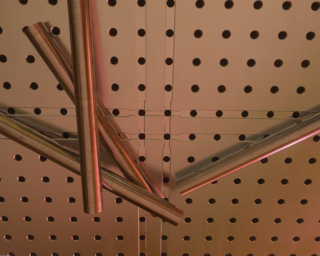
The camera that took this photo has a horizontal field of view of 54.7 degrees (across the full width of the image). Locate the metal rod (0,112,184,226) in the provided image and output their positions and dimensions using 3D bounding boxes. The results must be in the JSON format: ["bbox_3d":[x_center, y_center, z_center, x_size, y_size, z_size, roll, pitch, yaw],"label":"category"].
[{"bbox_3d":[-0.105,0.050,0.413,0.301,0.025,0.025,29,107,-4],"label":"metal rod"}]

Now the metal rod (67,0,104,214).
[{"bbox_3d":[-0.089,-0.042,0.369,0.025,0.025,0.298,-2,100,0],"label":"metal rod"}]

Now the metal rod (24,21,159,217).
[{"bbox_3d":[-0.076,0.001,0.412,0.025,0.025,0.299,-28,108,9],"label":"metal rod"}]

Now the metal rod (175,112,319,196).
[{"bbox_3d":[0.160,0.019,0.422,0.301,0.025,0.025,-27,108,9],"label":"metal rod"}]
